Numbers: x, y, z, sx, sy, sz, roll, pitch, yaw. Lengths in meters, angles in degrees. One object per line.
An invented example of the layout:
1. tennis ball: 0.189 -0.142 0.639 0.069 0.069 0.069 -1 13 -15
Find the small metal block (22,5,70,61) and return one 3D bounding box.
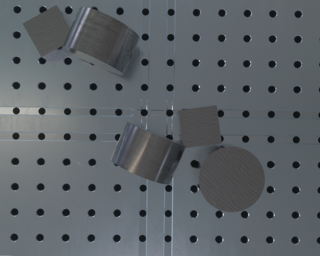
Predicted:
1. small metal block: -0.143 -0.125 0.412 0.050 0.025 0.050 -29 90 0

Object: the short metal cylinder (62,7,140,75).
1. short metal cylinder: -0.072 -0.106 0.385 0.080 0.080 0.050 24 90 0

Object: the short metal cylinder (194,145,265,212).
1. short metal cylinder: 0.088 0.062 0.401 0.081 0.050 0.080 0 90 0

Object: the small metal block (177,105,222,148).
1. small metal block: 0.052 -0.002 0.414 0.050 0.025 0.050 -8 90 0

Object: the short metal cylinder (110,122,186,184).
1. short metal cylinder: -0.014 0.030 0.386 0.080 0.080 0.050 23 90 0
